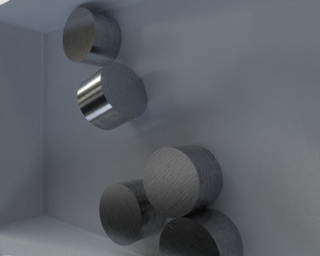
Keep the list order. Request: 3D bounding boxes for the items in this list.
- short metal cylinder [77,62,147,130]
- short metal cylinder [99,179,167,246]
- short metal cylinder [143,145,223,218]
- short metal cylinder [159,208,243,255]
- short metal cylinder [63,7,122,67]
[{"bbox_3d":[-0.064,-0.043,0.424,0.050,0.081,0.080,-24,75,37],"label":"short metal cylinder"},{"bbox_3d":[-0.037,0.112,0.421,0.080,0.050,0.080,0,90,40],"label":"short metal cylinder"},{"bbox_3d":[0.027,0.061,0.369,0.080,0.050,0.080,0,90,40],"label":"short metal cylinder"},{"bbox_3d":[0.046,0.137,0.353,0.080,0.050,0.080,0,90,40],"label":"short metal cylinder"},{"bbox_3d":[-0.105,-0.138,0.478,0.080,0.050,0.080,0,90,40],"label":"short metal cylinder"}]
